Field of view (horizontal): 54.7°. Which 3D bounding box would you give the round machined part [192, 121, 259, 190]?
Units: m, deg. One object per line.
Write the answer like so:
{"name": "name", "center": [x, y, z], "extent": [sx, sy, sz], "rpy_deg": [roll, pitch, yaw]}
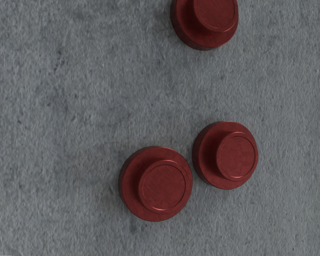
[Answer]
{"name": "round machined part", "center": [0.098, 0.039, 0.438], "extent": [0.099, 0.042, 0.097], "rpy_deg": [0, 90, -21]}

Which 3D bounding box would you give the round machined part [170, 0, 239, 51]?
{"name": "round machined part", "center": [0.067, -0.160, 0.426], "extent": [0.099, 0.042, 0.097], "rpy_deg": [0, 90, -21]}

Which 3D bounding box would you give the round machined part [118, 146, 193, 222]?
{"name": "round machined part", "center": [-0.001, 0.073, 0.401], "extent": [0.099, 0.042, 0.097], "rpy_deg": [0, 90, -21]}
